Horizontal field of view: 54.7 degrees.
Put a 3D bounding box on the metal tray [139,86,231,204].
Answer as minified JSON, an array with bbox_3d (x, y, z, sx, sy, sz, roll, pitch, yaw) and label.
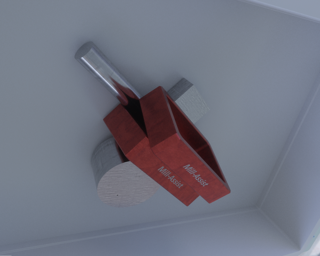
[{"bbox_3d":[0.031,0.022,0.364,0.030,0.090,0.130,-32,131,14],"label":"metal tray"}]

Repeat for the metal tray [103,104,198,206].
[{"bbox_3d":[-0.006,0.035,0.384,0.030,0.090,0.130,-43,130,1],"label":"metal tray"}]

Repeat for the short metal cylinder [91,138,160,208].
[{"bbox_3d":[-0.043,0.055,0.395,0.081,0.050,0.079,-11,129,-14],"label":"short metal cylinder"}]

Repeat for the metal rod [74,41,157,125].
[{"bbox_3d":[0.003,0.002,0.413,0.025,0.025,0.300,-43,130,1],"label":"metal rod"}]

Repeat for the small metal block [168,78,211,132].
[{"bbox_3d":[0.031,-0.029,0.407,0.050,0.025,0.050,-42,130,0],"label":"small metal block"}]
